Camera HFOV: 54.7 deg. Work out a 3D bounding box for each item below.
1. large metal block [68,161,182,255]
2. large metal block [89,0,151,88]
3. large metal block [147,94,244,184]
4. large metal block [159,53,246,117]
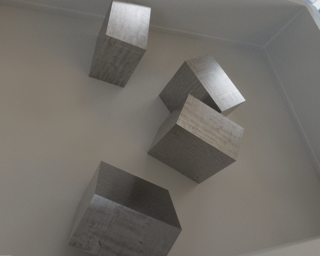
[{"bbox_3d":[-0.033,0.082,0.296,0.080,0.050,0.080,26,9,-12],"label":"large metal block"},{"bbox_3d":[-0.054,-0.114,0.412,0.050,0.080,0.080,16,55,-20],"label":"large metal block"},{"bbox_3d":[0.043,0.017,0.385,0.080,0.080,0.050,31,52,-8],"label":"large metal block"},{"bbox_3d":[0.055,-0.042,0.427,0.050,0.080,0.080,-24,75,-37],"label":"large metal block"}]
